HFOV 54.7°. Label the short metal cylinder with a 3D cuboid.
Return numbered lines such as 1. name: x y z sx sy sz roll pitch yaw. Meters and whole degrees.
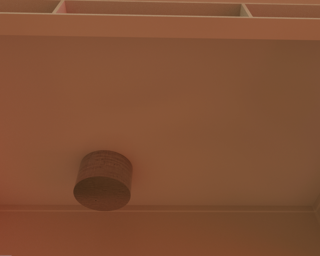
1. short metal cylinder: -0.082 0.079 0.459 0.081 0.050 0.079 0 130 0
